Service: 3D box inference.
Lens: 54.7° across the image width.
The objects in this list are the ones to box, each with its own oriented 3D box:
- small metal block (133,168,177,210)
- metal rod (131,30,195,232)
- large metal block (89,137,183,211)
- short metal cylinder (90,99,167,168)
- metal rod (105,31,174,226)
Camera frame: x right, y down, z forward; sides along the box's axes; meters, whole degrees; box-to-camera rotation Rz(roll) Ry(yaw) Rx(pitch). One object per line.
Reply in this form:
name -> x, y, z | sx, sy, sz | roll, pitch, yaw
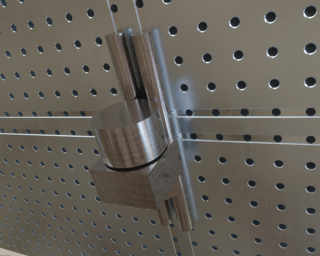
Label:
small metal block -> -0.011, 0.077, 0.418 | 0.050, 0.050, 0.025 | -19, 116, -13
metal rod -> 0.010, 0.022, 0.419 | 0.025, 0.025, 0.298 | 1, 119, 27
large metal block -> -0.026, 0.052, 0.388 | 0.080, 0.080, 0.050 | 1, 119, 27
short metal cylinder -> -0.036, 0.004, 0.368 | 0.080, 0.080, 0.050 | 1, 119, 27
metal rod -> -0.022, 0.018, 0.434 | 0.025, 0.025, 0.298 | 1, 119, 27
